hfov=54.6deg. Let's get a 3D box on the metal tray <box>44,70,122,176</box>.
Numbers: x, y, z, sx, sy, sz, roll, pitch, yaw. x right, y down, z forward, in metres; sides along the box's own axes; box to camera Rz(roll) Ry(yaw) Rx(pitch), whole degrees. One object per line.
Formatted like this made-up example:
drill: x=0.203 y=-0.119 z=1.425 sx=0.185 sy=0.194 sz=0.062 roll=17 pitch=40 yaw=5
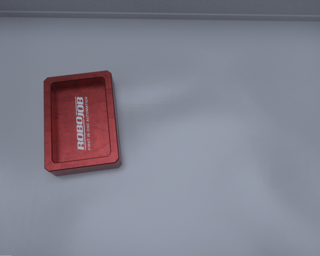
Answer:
metal tray: x=-0.102 y=-0.008 z=0.409 sx=0.091 sy=0.030 sz=0.130 roll=-7 pitch=70 yaw=-3
